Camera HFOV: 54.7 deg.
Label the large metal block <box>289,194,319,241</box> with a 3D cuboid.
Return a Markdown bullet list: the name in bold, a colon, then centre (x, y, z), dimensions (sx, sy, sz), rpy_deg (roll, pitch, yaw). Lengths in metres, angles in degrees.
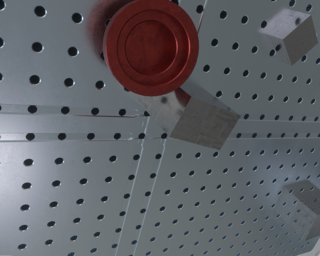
- **large metal block**: centre (0.358, 0.205, 0.717), dimensions (0.081, 0.050, 0.079), rpy_deg (-7, 122, -25)

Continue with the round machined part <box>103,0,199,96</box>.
- **round machined part**: centre (-0.012, -0.086, 0.331), dimensions (0.099, 0.042, 0.097), rpy_deg (-6, 110, -17)

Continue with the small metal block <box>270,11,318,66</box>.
- **small metal block**: centre (0.190, -0.126, 0.437), dimensions (0.050, 0.025, 0.050), rpy_deg (-41, 130, 0)

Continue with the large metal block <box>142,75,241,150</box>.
- **large metal block**: centre (0.036, -0.022, 0.382), dimensions (0.081, 0.080, 0.050), rpy_deg (16, 110, -35)
